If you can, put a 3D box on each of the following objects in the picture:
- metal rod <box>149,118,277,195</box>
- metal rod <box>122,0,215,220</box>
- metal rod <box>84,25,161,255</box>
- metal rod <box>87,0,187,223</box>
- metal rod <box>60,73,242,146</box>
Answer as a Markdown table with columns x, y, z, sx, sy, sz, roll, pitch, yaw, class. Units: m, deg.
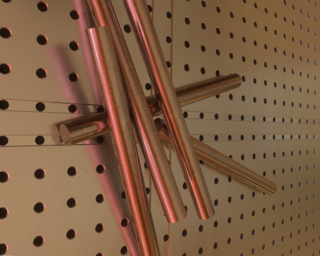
| x | y | z | sx | sy | sz | roll | pitch | yaw | class |
| --- | --- | --- | --- | --- | --- | --- | --- | --- | --- |
| 0.101 | 0.056 | 0.492 | 0.301 | 0.025 | 0.025 | 28 | 72 | -36 | metal rod |
| 0.015 | -0.018 | 0.386 | 0.025 | 0.025 | 0.299 | -31 | 109 | -36 | metal rod |
| -0.035 | 0.040 | 0.353 | 0.025 | 0.025 | 0.298 | -26 | 114 | -37 | metal rod |
| -0.030 | -0.035 | 0.353 | 0.025 | 0.025 | 0.299 | -23 | 95 | -38 | metal rod |
| 0.012 | -0.035 | 0.417 | 0.302 | 0.025 | 0.025 | -21 | 104 | -38 | metal rod |
